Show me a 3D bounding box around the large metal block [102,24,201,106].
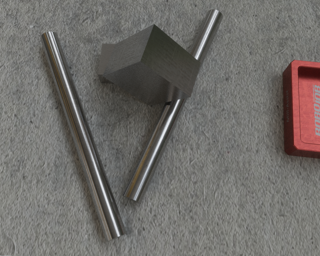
[{"bbox_3d":[-0.011,-0.073,0.388,0.080,0.080,0.050,31,67,-34],"label":"large metal block"}]

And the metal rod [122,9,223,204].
[{"bbox_3d":[0.025,-0.042,0.423,0.025,0.025,0.300,22,71,7],"label":"metal rod"}]

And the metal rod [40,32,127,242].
[{"bbox_3d":[-0.107,-0.002,0.407,0.025,0.025,0.299,-21,72,-8],"label":"metal rod"}]

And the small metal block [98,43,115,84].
[{"bbox_3d":[-0.058,-0.091,0.441,0.050,0.025,0.050,3,70,1],"label":"small metal block"}]

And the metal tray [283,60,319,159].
[{"bbox_3d":[0.217,-0.025,0.417,0.091,0.030,0.130,7,70,2],"label":"metal tray"}]
